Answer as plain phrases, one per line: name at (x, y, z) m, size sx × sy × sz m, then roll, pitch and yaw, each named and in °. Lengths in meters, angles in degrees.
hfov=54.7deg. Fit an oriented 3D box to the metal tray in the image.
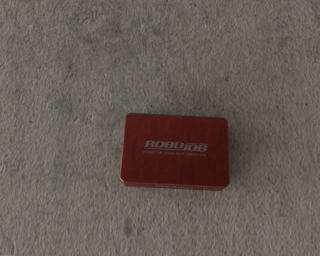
metal tray at (0.019, 0.030, 0.395) m, size 0.131 × 0.030 × 0.090 m, roll 3°, pitch 70°, yaw 0°
